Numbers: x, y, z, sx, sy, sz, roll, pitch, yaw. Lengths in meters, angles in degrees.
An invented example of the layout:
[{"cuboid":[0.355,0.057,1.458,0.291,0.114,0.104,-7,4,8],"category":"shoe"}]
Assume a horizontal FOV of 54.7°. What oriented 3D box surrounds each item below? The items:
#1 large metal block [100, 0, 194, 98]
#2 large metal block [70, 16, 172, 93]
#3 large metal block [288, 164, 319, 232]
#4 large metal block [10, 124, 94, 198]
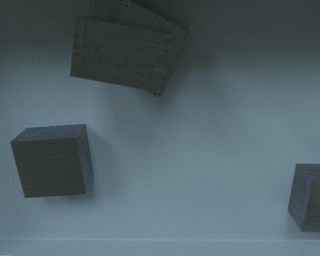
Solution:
[{"cuboid":[-0.018,-0.093,0.363,0.080,0.050,0.080,25,108,-9],"category":"large metal block"},{"cuboid":[-0.034,-0.075,0.301,0.081,0.080,0.050,10,110,-4],"category":"large metal block"},{"cuboid":[0.236,0.097,0.436,0.081,0.050,0.079,0,110,-1],"category":"large metal block"},{"cuboid":[-0.139,0.043,0.412,0.080,0.050,0.079,-4,110,1],"category":"large metal block"}]
